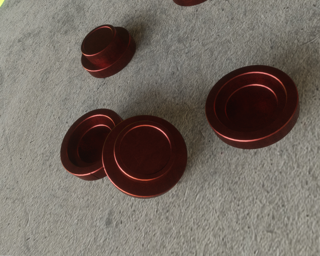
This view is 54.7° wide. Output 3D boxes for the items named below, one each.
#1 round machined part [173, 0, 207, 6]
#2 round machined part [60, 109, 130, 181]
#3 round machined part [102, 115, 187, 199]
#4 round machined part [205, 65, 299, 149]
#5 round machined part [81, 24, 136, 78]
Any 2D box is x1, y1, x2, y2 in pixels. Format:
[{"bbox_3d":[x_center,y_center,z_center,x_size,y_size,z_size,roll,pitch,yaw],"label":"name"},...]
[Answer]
[{"bbox_3d":[0.057,-0.256,0.520,0.098,0.042,0.098,-13,56,21],"label":"round machined part"},{"bbox_3d":[-0.082,0.026,0.420,0.098,0.042,0.098,-13,56,21],"label":"round machined part"},{"bbox_3d":[-0.017,0.030,0.356,0.099,0.042,0.098,1,71,-3],"label":"round machined part"},{"bbox_3d":[0.105,-0.020,0.350,0.098,0.042,0.098,-13,56,21],"label":"round machined part"},{"bbox_3d":[-0.094,-0.137,0.526,0.098,0.042,0.098,-13,56,21],"label":"round machined part"}]
